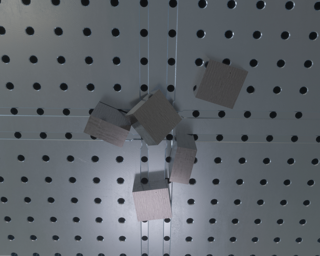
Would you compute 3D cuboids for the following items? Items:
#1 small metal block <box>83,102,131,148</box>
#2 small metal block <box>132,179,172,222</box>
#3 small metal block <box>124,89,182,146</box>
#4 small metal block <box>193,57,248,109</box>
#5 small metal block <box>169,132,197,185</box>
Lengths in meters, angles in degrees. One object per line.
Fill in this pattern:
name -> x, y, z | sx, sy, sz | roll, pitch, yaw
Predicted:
small metal block -> -0.064, -0.005, 0.397 | 0.050, 0.050, 0.025 | 23, 111, -8
small metal block -> -0.011, 0.105, 0.452 | 0.050, 0.025, 0.050 | -7, 110, 2
small metal block -> -0.008, -0.013, 0.395 | 0.050, 0.025, 0.050 | -46, 108, -26
small metal block -> 0.076, -0.057, 0.393 | 0.050, 0.025, 0.050 | 17, 109, -6
small metal block -> 0.029, 0.039, 0.415 | 0.025, 0.050, 0.050 | 10, 110, -4
